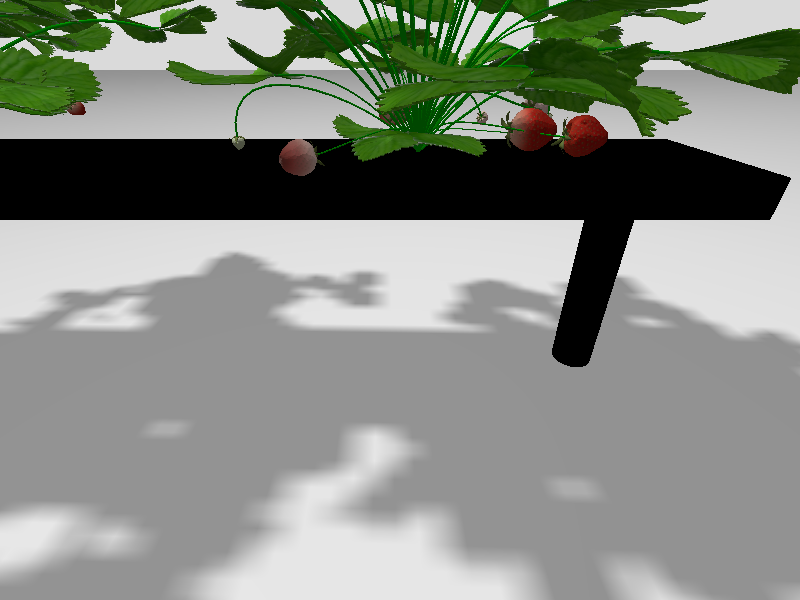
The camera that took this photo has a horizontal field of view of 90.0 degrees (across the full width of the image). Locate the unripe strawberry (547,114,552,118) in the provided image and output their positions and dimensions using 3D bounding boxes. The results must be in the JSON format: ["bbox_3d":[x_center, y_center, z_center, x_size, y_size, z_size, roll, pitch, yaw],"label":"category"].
[{"bbox_3d":[0.157,-0.193,0.429,0.011,0.011,0.010,-23,38,-33],"label":"unripe strawberry"}]

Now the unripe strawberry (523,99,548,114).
[{"bbox_3d":[0.168,-0.235,0.487,0.032,0.033,0.034,23,37,33],"label":"unripe strawberry"}]

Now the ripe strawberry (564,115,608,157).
[{"bbox_3d":[0.143,-0.125,0.307,0.031,0.030,0.034,6,32,8],"label":"ripe strawberry"}]

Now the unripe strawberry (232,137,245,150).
[{"bbox_3d":[-0.131,-0.127,0.325,0.010,0.010,0.009,-1,31,-2],"label":"unripe strawberry"}]

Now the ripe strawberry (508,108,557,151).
[{"bbox_3d":[0.108,-0.139,0.326,0.038,0.032,0.038,0,31,0],"label":"ripe strawberry"}]

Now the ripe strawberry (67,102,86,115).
[{"bbox_3d":[-0.427,-0.253,0.529,0.021,0.018,0.021,1,-3,2],"label":"ripe strawberry"}]

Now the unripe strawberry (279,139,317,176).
[{"bbox_3d":[-0.068,-0.093,0.263,0.024,0.023,0.022,-26,40,-35],"label":"unripe strawberry"}]

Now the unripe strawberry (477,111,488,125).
[{"bbox_3d":[0.096,-0.210,0.462,0.012,0.014,0.014,15,12,23],"label":"unripe strawberry"}]

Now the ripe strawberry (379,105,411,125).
[{"bbox_3d":[-0.007,-0.214,0.451,0.037,0.032,0.037,-4,31,-7],"label":"ripe strawberry"}]
